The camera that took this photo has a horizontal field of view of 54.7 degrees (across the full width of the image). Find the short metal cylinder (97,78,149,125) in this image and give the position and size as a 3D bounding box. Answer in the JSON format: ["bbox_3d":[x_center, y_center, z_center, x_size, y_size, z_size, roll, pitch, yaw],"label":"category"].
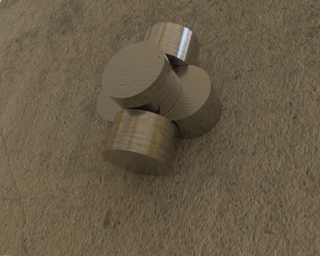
[{"bbox_3d":[-0.038,-0.032,0.427,0.080,0.050,0.080,-13,56,20],"label":"short metal cylinder"}]

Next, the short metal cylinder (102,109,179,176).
[{"bbox_3d":[-0.022,0.020,0.369,0.080,0.080,0.050,0,62,28],"label":"short metal cylinder"}]

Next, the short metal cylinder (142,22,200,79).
[{"bbox_3d":[0.011,-0.096,0.423,0.080,0.080,0.050,0,62,28],"label":"short metal cylinder"}]

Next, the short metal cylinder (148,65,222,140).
[{"bbox_3d":[0.032,-0.032,0.391,0.080,0.050,0.080,-13,56,20],"label":"short metal cylinder"}]

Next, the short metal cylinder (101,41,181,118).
[{"bbox_3d":[-0.021,-0.055,0.368,0.080,0.050,0.080,-13,56,20],"label":"short metal cylinder"}]
